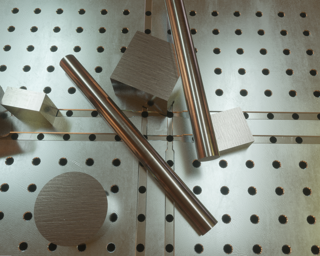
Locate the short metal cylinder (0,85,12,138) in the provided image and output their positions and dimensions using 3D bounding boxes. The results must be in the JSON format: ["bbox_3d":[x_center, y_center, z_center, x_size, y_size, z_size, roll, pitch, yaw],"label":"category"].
[{"bbox_3d":[-0.230,-0.022,0.389,0.050,0.080,0.080,-13,71,-5],"label":"short metal cylinder"}]

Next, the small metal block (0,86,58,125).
[{"bbox_3d":[-0.170,-0.028,0.407,0.050,0.050,0.025,11,71,4],"label":"small metal block"}]

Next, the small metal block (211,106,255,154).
[{"bbox_3d":[0.089,0.005,0.410,0.050,0.025,0.050,-16,71,-6],"label":"small metal block"}]

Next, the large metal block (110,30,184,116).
[{"bbox_3d":[-0.011,-0.075,0.425,0.080,0.050,0.080,23,72,8],"label":"large metal block"}]

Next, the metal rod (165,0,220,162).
[{"bbox_3d":[0.031,-0.104,0.396,0.025,0.025,0.299,-9,70,-3],"label":"metal rod"}]

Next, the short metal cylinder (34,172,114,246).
[{"bbox_3d":[-0.098,0.096,0.363,0.081,0.050,0.080,0,70,0],"label":"short metal cylinder"}]

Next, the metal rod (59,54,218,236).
[{"bbox_3d":[-0.037,0.012,0.406,0.025,0.025,0.300,-38,75,-13],"label":"metal rod"}]
